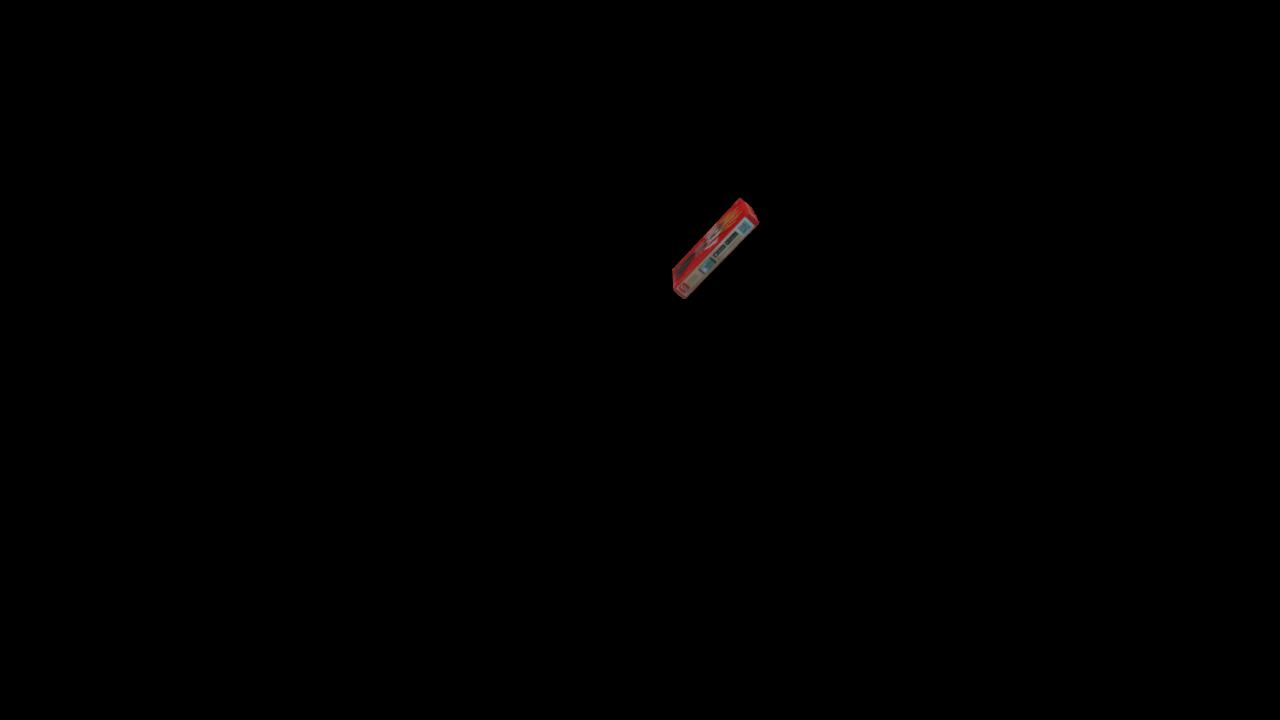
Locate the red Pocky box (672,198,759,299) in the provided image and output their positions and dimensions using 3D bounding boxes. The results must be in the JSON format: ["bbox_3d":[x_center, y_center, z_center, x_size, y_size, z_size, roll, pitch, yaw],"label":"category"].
[{"bbox_3d":[0.107,-0.165,0.907,0.028,0.155,0.083,37,24,-17],"label":"red Pocky box"}]
